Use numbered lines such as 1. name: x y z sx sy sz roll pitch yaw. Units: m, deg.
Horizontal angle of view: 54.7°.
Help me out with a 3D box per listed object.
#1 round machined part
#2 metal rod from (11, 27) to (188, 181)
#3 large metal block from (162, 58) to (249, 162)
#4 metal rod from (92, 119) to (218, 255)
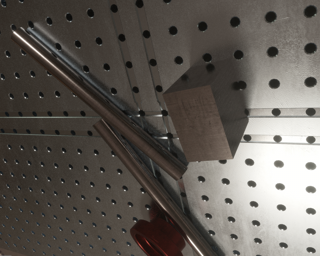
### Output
1. round machined part: 0.002 0.182 0.496 0.098 0.042 0.097 33 148 24
2. metal rod: -0.083 -0.033 0.432 0.300 0.025 0.025 40 129 0
3. large metal block: 0.054 -0.020 0.334 0.050 0.080 0.080 -8 115 31
4. metal rod: 0.002 0.106 0.474 0.025 0.025 0.300 -30 102 37
